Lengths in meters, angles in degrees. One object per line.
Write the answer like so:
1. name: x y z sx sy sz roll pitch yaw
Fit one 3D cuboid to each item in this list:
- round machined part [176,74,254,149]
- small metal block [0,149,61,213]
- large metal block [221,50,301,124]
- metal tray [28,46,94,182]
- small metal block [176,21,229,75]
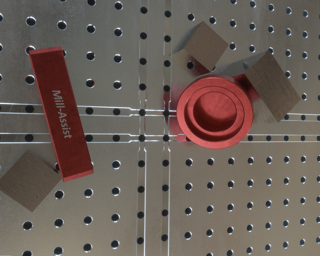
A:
1. round machined part: 0.075 -0.024 0.415 0.098 0.042 0.097 6 113 15
2. small metal block: -0.150 0.060 0.358 0.050 0.025 0.050 43 76 -15
3. large metal block: 0.131 -0.053 0.433 0.050 0.080 0.080 -42 104 -16
4. metal tray: -0.109 -0.014 0.338 0.030 0.090 0.129 -15 95 -20
5. small metal block: 0.060 -0.112 0.436 0.050 0.025 0.050 37 78 -17
